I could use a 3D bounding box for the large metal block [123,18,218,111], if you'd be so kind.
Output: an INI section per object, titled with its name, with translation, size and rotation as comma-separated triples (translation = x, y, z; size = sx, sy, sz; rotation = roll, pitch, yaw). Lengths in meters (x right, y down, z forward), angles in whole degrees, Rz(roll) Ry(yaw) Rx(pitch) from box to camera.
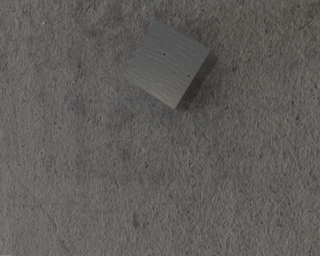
[large metal block]
translation = 0.014, -0.077, 0.391
size = 0.080, 0.050, 0.080
rotation = 34, 101, 16
